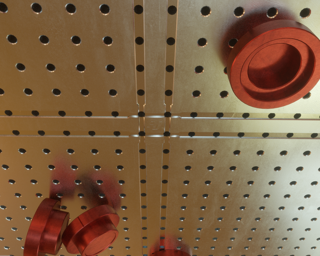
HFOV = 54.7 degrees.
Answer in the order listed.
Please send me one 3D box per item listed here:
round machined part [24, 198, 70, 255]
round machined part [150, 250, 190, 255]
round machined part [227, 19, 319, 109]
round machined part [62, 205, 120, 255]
[{"bbox_3d":[-0.178,0.166,0.500,0.042,0.098,0.097,14,129,-3],"label":"round machined part"},{"bbox_3d":[0.022,0.303,0.660,0.099,0.042,0.097,-1,130,0],"label":"round machined part"},{"bbox_3d":[0.123,-0.072,0.341,0.099,0.042,0.097,-1,130,0],"label":"round machined part"},{"bbox_3d":[-0.109,0.178,0.518,0.099,0.042,0.097,-30,147,-22],"label":"round machined part"}]
